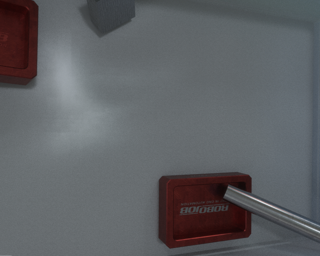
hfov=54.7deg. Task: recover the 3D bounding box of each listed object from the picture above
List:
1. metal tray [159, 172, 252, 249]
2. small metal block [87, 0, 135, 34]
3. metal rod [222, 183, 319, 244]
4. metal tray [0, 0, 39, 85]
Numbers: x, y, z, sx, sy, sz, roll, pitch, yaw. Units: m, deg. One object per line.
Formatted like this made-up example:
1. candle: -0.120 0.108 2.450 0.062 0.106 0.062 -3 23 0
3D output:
1. metal tray: 0.065 0.111 0.433 0.131 0.030 0.089 0 90 -21
2. small metal block: -0.058 -0.150 0.373 0.050 0.050 0.025 -34 71 -17
3. metal rod: 0.228 0.146 0.409 0.301 0.025 0.025 23 81 8
4. metal tray: -0.195 -0.097 0.311 0.131 0.030 0.090 4 80 -35
